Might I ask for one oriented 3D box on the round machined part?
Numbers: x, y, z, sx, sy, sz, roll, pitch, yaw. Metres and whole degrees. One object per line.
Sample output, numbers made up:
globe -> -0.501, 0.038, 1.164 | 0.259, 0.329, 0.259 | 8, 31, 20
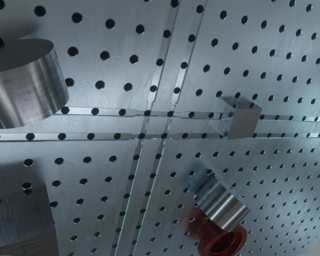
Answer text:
round machined part -> 0.114, 0.211, 0.593 | 0.099, 0.042, 0.097 | -14, 124, -21

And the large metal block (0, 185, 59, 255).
large metal block -> -0.166, 0.120, 0.359 | 0.081, 0.080, 0.050 | -10, 123, -23

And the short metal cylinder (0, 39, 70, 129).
short metal cylinder -> -0.129, -0.042, 0.279 | 0.081, 0.080, 0.050 | -20, 126, -17

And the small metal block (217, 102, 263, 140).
small metal block -> 0.121, -0.012, 0.469 | 0.050, 0.025, 0.050 | -4, 120, -27

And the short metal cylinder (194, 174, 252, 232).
short metal cylinder -> 0.102, 0.122, 0.507 | 0.050, 0.080, 0.080 | -49, 129, 6
